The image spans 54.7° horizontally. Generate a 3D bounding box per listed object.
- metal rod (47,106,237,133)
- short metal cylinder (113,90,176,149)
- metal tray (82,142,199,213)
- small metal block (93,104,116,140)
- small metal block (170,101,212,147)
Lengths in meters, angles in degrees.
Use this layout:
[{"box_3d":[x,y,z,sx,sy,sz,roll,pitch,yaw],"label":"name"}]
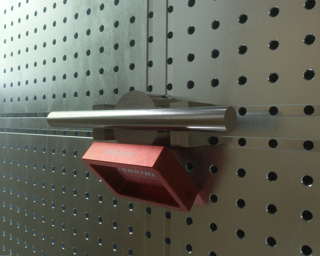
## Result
[{"box_3d":[-0.049,-0.011,0.384,0.300,0.025,0.025,1,91,40],"label":"metal rod"},{"box_3d":[-0.017,-0.007,0.407,0.080,0.050,0.080,0,90,40],"label":"short metal cylinder"},{"box_3d":[-0.027,0.060,0.392,0.130,0.090,0.030,1,48,40],"label":"metal tray"},{"box_3d":[-0.070,-0.008,0.451,0.025,0.050,0.050,-1,90,40],"label":"small metal block"},{"box_3d":[0.037,-0.004,0.363,0.025,0.050,0.050,-1,90,40],"label":"small metal block"}]
